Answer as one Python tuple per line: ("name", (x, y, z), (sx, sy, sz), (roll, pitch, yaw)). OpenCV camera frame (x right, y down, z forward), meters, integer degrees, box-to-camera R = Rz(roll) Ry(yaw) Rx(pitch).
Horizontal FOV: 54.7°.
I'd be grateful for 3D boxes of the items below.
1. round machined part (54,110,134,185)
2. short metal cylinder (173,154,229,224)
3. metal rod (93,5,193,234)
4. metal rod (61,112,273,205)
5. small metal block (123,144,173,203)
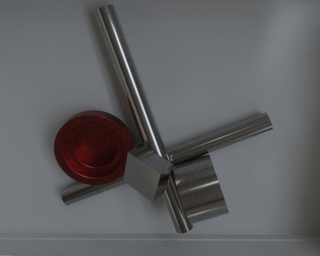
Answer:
("round machined part", (-0.084, 0.023, 0.408), (0.099, 0.042, 0.097), (0, 110, -1))
("short metal cylinder", (0.054, 0.081, 0.411), (0.050, 0.080, 0.080), (-19, 109, 6))
("metal rod", (-0.016, -0.001, 0.390), (0.025, 0.025, 0.298), (-18, 102, 6))
("metal rod", (0.004, 0.045, 0.426), (0.301, 0.025, 0.025), (-21, 109, 7))
("small metal block", (-0.016, 0.056, 0.386), (0.050, 0.025, 0.050), (31, 129, 23))
